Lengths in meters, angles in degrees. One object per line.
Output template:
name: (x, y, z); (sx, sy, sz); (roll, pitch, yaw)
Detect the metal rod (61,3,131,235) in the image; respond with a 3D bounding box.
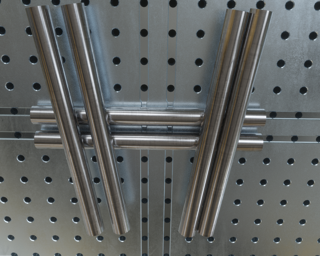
metal rod: (-0.075, 0.004, 0.388); (0.025, 0.025, 0.298); (-8, 110, 3)

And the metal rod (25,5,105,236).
metal rod: (-0.113, 0.007, 0.389); (0.025, 0.025, 0.298); (-8, 110, 3)

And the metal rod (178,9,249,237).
metal rod: (0.062, 0.009, 0.391); (0.025, 0.025, 0.298); (9, 110, -3)

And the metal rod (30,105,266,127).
metal rod: (-0.014, -0.015, 0.408); (0.302, 0.025, 0.025); (1, 110, -1)

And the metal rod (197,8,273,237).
metal rod: (0.088, 0.009, 0.391); (0.025, 0.025, 0.298); (9, 110, -3)

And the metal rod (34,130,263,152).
metal rod: (-0.014, 0.017, 0.420); (0.302, 0.025, 0.025); (1, 110, -1)
